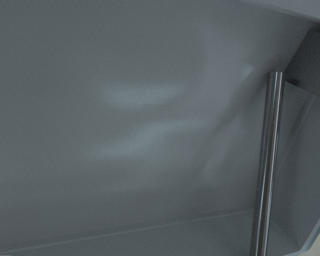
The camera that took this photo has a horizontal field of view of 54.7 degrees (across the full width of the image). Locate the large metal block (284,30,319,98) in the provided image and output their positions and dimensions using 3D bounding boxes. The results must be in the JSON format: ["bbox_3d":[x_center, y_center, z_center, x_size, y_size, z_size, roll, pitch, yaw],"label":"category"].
[{"bbox_3d":[0.241,-0.088,0.454,0.050,0.080,0.079,12,112,-34],"label":"large metal block"}]

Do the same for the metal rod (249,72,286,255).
[{"bbox_3d":[0.161,0.067,0.467,0.025,0.025,0.298,3,94,-30],"label":"metal rod"}]
